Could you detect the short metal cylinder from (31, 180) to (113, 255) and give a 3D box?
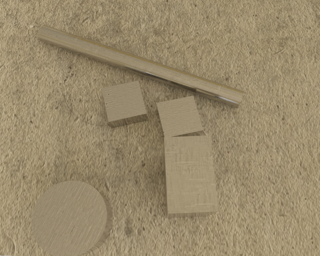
[{"bbox_3d":[-0.097,0.104,0.356,0.081,0.050,0.080,0,70,0],"label":"short metal cylinder"}]

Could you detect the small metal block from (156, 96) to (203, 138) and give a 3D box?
[{"bbox_3d":[0.025,-0.011,0.412,0.050,0.025,0.050,-12,71,-5],"label":"small metal block"}]

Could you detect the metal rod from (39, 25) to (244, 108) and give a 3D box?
[{"bbox_3d":[-0.031,-0.089,0.440,0.301,0.025,0.025,20,71,6],"label":"metal rod"}]

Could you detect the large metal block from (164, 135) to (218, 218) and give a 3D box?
[{"bbox_3d":[0.031,0.060,0.358,0.050,0.080,0.080,-2,70,-1],"label":"large metal block"}]

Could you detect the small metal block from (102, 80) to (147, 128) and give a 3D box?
[{"bbox_3d":[-0.048,-0.032,0.419,0.050,0.025,0.050,-13,71,-5],"label":"small metal block"}]
